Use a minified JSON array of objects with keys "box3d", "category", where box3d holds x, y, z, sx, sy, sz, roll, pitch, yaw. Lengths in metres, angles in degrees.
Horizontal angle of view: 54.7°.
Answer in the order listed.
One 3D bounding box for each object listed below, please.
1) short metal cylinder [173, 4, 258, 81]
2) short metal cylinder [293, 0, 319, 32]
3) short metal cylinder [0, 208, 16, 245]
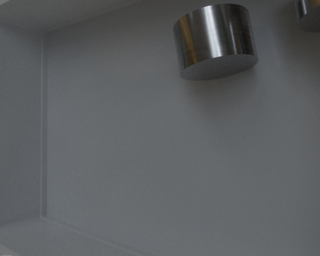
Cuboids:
[{"box3d":[0.057,-0.086,0.324,0.080,0.081,0.050,-14,81,39],"category":"short metal cylinder"},{"box3d":[0.149,-0.117,0.248,0.080,0.081,0.050,-12,83,39],"category":"short metal cylinder"},{"box3d":[-0.370,0.225,0.699,0.080,0.050,0.080,0,90,40],"category":"short metal cylinder"}]
